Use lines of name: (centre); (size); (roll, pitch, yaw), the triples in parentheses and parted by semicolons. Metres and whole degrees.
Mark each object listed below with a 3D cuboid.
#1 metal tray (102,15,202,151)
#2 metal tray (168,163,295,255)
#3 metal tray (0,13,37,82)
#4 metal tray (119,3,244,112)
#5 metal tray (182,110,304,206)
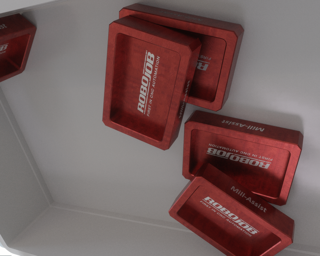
metal tray: (-0.015, -0.046, 0.344); (0.090, 0.030, 0.129); (22, 127, 14)
metal tray: (0.086, 0.113, 0.390); (0.130, 0.030, 0.089); (34, 129, 5)
metal tray: (-0.229, -0.093, 0.404); (0.030, 0.131, 0.089); (40, 129, 1)
metal tray: (0.018, -0.080, 0.346); (0.130, 0.030, 0.089); (18, 126, 17)
metal tray: (0.094, 0.035, 0.377); (0.130, 0.030, 0.089); (13, 124, 20)
